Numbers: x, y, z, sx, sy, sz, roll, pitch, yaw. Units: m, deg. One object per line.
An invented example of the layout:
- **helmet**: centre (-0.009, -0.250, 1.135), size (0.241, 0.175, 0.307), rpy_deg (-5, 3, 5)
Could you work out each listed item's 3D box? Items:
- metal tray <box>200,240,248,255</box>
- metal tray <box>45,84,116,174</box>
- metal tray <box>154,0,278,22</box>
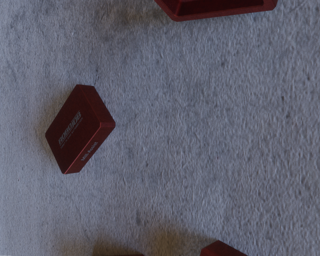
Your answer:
- **metal tray**: centre (0.077, 0.203, 0.336), size (0.090, 0.030, 0.129), rpy_deg (18, 101, 38)
- **metal tray**: centre (-0.135, 0.004, 0.510), size (0.129, 0.030, 0.090), rpy_deg (-48, 62, 29)
- **metal tray**: centre (0.046, -0.154, 0.319), size (0.130, 0.090, 0.030), rpy_deg (9, 76, 39)
